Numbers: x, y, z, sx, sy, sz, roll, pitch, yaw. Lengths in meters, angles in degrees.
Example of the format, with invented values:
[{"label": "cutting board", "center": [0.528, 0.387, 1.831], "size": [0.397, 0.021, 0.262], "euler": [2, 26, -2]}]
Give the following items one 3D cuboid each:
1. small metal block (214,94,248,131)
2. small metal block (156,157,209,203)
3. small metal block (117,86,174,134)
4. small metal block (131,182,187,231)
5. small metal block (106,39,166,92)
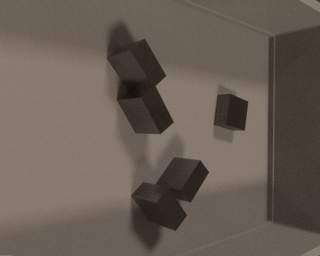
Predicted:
[{"label": "small metal block", "center": [0.117, -0.025, 0.508], "size": [0.050, 0.025, 0.050], "euler": [15, 81, -39]}, {"label": "small metal block", "center": [0.030, 0.068, 0.418], "size": [0.050, 0.050, 0.025], "euler": [-53, 121, -27]}, {"label": "small metal block", "center": [-0.018, -0.020, 0.377], "size": [0.025, 0.050, 0.050], "euler": [-42, 116, -32]}, {"label": "small metal block", "center": [-0.001, 0.098, 0.391], "size": [0.025, 0.050, 0.050], "euler": [-46, 118, -30]}, {"label": "small metal block", "center": [-0.028, -0.073, 0.368], "size": [0.025, 0.050, 0.050], "euler": [-48, 119, -30]}]
